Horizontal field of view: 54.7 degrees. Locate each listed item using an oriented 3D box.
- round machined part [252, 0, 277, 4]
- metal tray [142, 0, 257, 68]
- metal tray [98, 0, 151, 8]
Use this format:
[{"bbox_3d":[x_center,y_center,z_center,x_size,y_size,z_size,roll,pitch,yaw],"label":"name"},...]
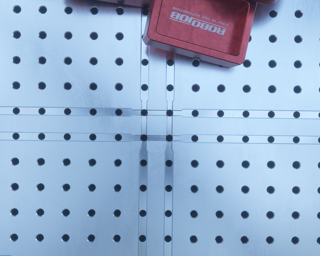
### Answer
[{"bbox_3d":[0.132,-0.196,0.390,0.099,0.042,0.098,10,57,-16],"label":"round machined part"},{"bbox_3d":[0.051,-0.137,0.395,0.131,0.030,0.089,12,90,-14],"label":"metal tray"},{"bbox_3d":[-0.070,-0.214,0.400,0.131,0.030,0.089,5,90,-10],"label":"metal tray"}]
